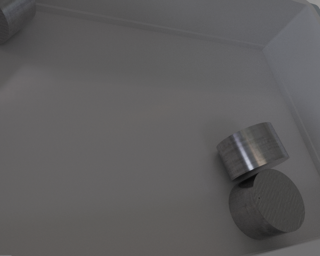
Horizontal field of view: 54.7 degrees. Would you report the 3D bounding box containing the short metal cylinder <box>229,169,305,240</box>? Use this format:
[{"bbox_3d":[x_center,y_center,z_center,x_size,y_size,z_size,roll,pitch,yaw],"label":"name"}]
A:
[{"bbox_3d":[0.138,0.100,0.403,0.081,0.050,0.080,14,56,-21],"label":"short metal cylinder"}]

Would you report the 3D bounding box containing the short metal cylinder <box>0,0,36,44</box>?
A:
[{"bbox_3d":[-0.193,-0.144,0.354,0.080,0.080,0.050,32,52,-8],"label":"short metal cylinder"}]

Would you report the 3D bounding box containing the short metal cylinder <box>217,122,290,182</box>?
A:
[{"bbox_3d":[0.123,0.033,0.416,0.081,0.080,0.050,-9,66,-32],"label":"short metal cylinder"}]
